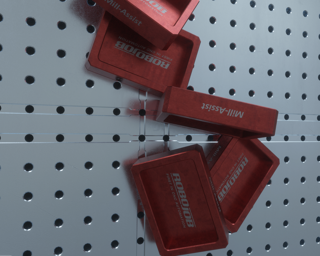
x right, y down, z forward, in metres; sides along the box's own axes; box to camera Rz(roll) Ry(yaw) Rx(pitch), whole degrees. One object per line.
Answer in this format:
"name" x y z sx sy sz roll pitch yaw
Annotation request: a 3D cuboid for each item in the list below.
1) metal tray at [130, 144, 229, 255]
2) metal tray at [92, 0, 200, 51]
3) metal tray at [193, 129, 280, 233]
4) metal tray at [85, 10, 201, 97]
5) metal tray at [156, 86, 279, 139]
"metal tray" 0.026 0.094 0.396 0.090 0.030 0.129 -16 97 16
"metal tray" -0.024 -0.163 0.373 0.130 0.030 0.090 34 54 -9
"metal tray" 0.106 0.072 0.450 0.090 0.030 0.130 41 77 -16
"metal tray" -0.020 -0.098 0.403 0.131 0.030 0.090 19 84 -20
"metal tray" 0.065 -0.015 0.385 0.131 0.090 0.030 12 84 -5
